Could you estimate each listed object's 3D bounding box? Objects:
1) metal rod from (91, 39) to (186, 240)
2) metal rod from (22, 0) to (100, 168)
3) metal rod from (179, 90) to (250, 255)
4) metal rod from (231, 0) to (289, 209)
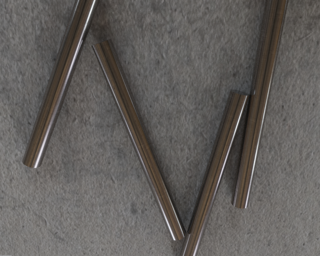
[{"bbox_3d":[-0.021,0.029,0.420,0.025,0.025,0.298,-18,109,6],"label":"metal rod"},{"bbox_3d":[-0.114,-0.080,0.378,0.025,0.025,0.298,23,108,-9],"label":"metal rod"},{"bbox_3d":[0.069,0.091,0.444,0.025,0.025,0.298,12,110,-5],"label":"metal rod"},{"bbox_3d":[0.126,-0.029,0.400,0.025,0.025,0.298,3,110,-2],"label":"metal rod"}]
